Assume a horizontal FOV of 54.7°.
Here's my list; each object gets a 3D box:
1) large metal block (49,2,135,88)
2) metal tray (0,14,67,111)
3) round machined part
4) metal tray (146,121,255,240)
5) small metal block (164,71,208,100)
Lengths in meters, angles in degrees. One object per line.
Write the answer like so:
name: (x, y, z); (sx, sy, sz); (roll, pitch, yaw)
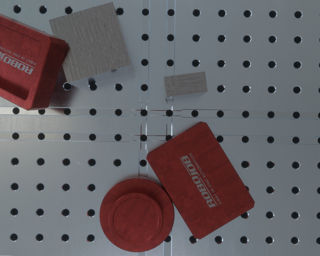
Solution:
large metal block: (-0.085, -0.104, 0.400); (0.080, 0.050, 0.080); (-16, 90, 0)
metal tray: (-0.186, -0.087, 0.381); (0.130, 0.030, 0.089); (25, 104, 16)
round machined part: (-0.030, 0.114, 0.405); (0.099, 0.042, 0.097); (0, 90, 0)
metal tray: (0.052, 0.067, 0.411); (0.090, 0.030, 0.130); (-31, 90, 0)
small metal block: (0.031, -0.053, 0.401); (0.050, 0.050, 0.025); (-8, 90, 0)
